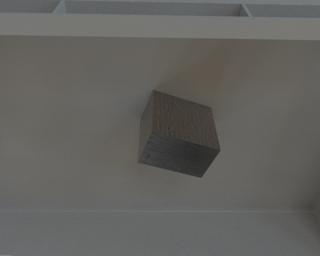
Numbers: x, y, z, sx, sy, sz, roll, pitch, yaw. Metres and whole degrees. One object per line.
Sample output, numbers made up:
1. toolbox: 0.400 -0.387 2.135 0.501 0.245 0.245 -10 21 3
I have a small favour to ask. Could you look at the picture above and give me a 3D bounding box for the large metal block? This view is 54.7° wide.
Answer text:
1. large metal block: 0.021 0.006 0.379 0.081 0.080 0.050 15 128 -13
